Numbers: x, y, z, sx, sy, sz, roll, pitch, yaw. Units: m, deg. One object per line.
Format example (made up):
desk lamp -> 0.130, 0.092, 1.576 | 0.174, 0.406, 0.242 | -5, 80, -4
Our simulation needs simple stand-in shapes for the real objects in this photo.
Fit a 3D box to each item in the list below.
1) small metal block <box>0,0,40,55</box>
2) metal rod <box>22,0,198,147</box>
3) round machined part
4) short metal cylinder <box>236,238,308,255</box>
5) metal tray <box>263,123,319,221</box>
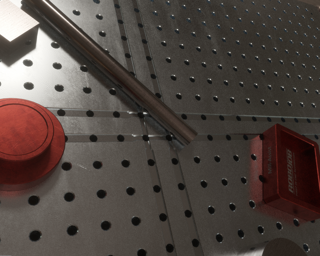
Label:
small metal block -> -0.189, -0.126, 0.384 | 0.050, 0.025, 0.050 | 37, 51, -4
metal rod -> -0.069, -0.084, 0.423 | 0.300, 0.025, 0.025 | 42, 51, 0
round machined part -> -0.146, 0.010, 0.313 | 0.099, 0.042, 0.098 | 14, 56, -21
short metal cylinder -> 0.133, 0.174, 0.360 | 0.081, 0.050, 0.080 | 14, 56, -21
metal tray -> 0.205, 0.066, 0.478 | 0.090, 0.030, 0.130 | 24, 53, -14
